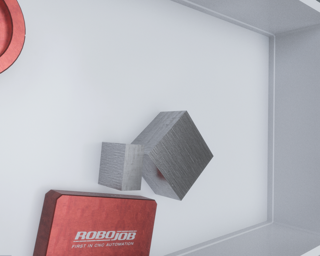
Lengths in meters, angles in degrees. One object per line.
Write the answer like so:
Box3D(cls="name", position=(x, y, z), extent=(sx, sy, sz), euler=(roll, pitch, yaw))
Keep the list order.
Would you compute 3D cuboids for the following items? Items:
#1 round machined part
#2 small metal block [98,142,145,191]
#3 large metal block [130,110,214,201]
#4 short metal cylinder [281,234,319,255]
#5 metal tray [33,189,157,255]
Box3D(cls="round machined part", position=(-0.168, -0.085, 0.254), extent=(0.099, 0.042, 0.097), euler=(-1, 91, -42))
Box3D(cls="small metal block", position=(-0.045, 0.043, 0.354), extent=(0.025, 0.050, 0.050), euler=(8, 85, -40))
Box3D(cls="large metal block", position=(0.014, 0.034, 0.404), extent=(0.080, 0.050, 0.080), euler=(-48, 119, -29))
Box3D(cls="short metal cylinder", position=(0.298, 0.270, 0.647), extent=(0.081, 0.050, 0.079), euler=(0, 90, -40))
Box3D(cls="metal tray", position=(-0.068, 0.121, 0.349), extent=(0.131, 0.030, 0.090), euler=(15, 81, -39))
